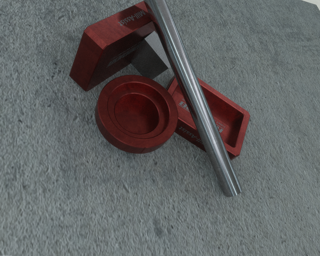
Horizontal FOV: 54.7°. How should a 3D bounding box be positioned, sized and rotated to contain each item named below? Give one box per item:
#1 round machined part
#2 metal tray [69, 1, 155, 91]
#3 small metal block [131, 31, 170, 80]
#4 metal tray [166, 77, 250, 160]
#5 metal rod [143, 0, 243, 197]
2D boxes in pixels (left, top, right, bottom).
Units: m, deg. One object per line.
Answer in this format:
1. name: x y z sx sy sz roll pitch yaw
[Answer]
1. round machined part: -0.031 -0.013 0.382 0.099 0.042 0.098 9 62 -18
2. metal tray: -0.052 -0.110 0.403 0.030 0.090 0.131 45 51 2
3. small metal block: -0.012 -0.100 0.439 0.050 0.050 0.025 49 52 -13
4. metal tray: 0.063 -0.019 0.449 0.130 0.030 0.090 33 51 -7
5. metal rod: 0.039 -0.051 0.390 0.025 0.025 0.299 -30 100 -38
